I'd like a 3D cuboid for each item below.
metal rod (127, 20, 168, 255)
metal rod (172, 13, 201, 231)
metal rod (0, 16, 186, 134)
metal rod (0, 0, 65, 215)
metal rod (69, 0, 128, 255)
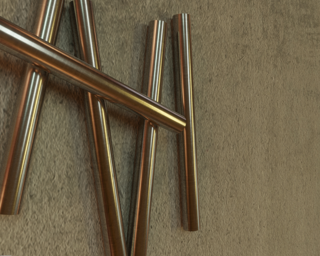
[{"bbox_3d":[-0.016,0.013,0.391,0.025,0.025,0.298,9,84,-40],"label":"metal rod"},{"bbox_3d":[0.037,-0.006,0.435,0.025,0.025,0.298,-5,93,-40],"label":"metal rod"},{"bbox_3d":[-0.085,-0.056,0.299,0.301,0.025,0.025,26,74,-37],"label":"metal rod"},{"bbox_3d":[-0.119,-0.069,0.304,0.025,0.025,0.299,15,81,-39],"label":"metal rod"},{"bbox_3d":[-0.067,0.013,0.348,0.025,0.025,0.298,-12,98,-39],"label":"metal rod"}]
